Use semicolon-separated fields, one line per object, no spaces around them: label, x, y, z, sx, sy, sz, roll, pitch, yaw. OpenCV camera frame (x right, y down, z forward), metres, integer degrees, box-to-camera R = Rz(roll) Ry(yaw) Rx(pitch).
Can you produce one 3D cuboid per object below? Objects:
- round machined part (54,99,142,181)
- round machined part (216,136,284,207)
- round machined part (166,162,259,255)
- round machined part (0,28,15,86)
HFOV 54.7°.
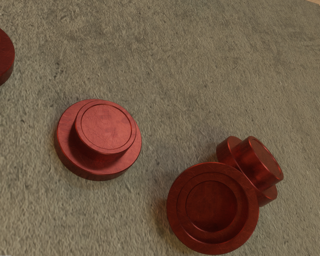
round machined part;-0.066;0.007;0.353;0.099;0.042;0.098;14;56;-21
round machined part;0.122;0.049;0.404;0.098;0.042;0.098;37;28;-23
round machined part;0.057;0.087;0.350;0.099;0.042;0.097;0;84;3
round machined part;-0.211;-0.088;0.333;0.099;0.042;0.098;14;56;-21
